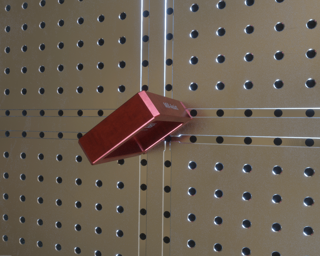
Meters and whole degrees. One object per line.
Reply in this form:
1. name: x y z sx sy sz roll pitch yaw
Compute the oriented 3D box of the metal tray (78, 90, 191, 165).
1. metal tray: -0.022 0.001 0.364 0.090 0.130 0.030 -36 78 16
